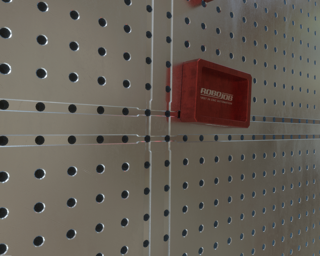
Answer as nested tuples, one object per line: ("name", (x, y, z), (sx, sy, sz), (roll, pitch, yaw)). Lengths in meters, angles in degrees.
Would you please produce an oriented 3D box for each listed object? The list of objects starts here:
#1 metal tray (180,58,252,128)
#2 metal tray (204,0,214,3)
("metal tray", (0.090, -0.049, 0.479), (0.131, 0.030, 0.090), (5, 87, -40))
("metal tray", (0.092, -0.269, 0.480), (0.130, 0.030, 0.090), (-51, 120, -27))
